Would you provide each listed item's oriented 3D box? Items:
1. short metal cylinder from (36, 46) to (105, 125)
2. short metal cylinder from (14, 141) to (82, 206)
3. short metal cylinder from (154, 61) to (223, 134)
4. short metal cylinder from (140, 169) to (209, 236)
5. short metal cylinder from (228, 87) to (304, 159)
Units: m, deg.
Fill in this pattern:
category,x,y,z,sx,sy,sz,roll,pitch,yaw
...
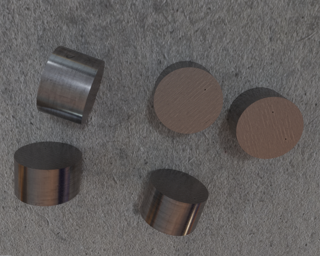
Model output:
category,x,y,z,sx,sy,sz,roll,pitch,yaw
short metal cylinder,-0.102,-0.049,0.361,0.050,0.080,0.079,19,109,-7
short metal cylinder,-0.144,0.056,0.400,0.081,0.080,0.050,8,110,-3
short metal cylinder,0.033,-0.039,0.382,0.081,0.050,0.079,0,110,0
short metal cylinder,0.019,0.097,0.416,0.080,0.080,0.050,16,109,-6
short metal cylinder,0.132,-0.007,0.395,0.081,0.050,0.079,0,110,0
